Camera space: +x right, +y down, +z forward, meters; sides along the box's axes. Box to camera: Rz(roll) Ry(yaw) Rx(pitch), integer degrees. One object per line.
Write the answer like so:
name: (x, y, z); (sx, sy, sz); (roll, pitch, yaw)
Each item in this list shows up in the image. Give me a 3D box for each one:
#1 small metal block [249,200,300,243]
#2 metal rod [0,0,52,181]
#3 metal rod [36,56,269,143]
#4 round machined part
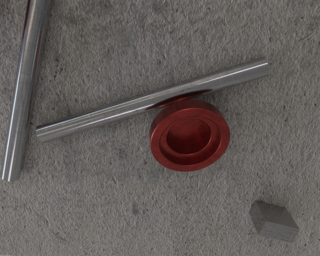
small metal block: (0.163, 0.134, 0.448); (0.050, 0.050, 0.025); (15, 109, -6)
metal rod: (-0.164, -0.066, 0.383); (0.025, 0.025, 0.298); (16, 109, -6)
metal rod: (-0.013, -0.034, 0.397); (0.301, 0.025, 0.025); (-16, 109, 5)
round machined part: (0.035, 0.006, 0.395); (0.099, 0.042, 0.097); (-4, 125, -5)
